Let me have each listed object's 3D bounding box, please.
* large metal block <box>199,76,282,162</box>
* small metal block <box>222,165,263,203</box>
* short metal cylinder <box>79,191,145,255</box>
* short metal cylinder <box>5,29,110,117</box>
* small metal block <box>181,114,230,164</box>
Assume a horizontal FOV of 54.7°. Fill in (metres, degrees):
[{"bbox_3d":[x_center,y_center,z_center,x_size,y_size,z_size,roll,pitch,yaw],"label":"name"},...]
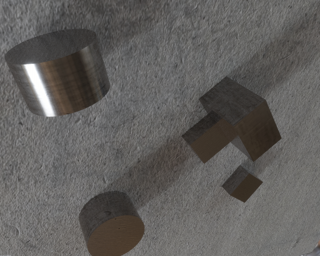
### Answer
[{"bbox_3d":[0.109,-0.013,0.423,0.050,0.080,0.080,-40,130,-1],"label":"large metal block"},{"bbox_3d":[0.146,0.100,0.549,0.050,0.025,0.050,32,101,-38],"label":"small metal block"},{"bbox_3d":[-0.069,0.137,0.438,0.081,0.050,0.079,-14,124,-21],"label":"short metal cylinder"},{"bbox_3d":[-0.092,-0.054,0.288,0.081,0.080,0.050,-22,127,-16],"label":"short metal cylinder"},{"bbox_3d":[0.068,0.017,0.454,0.050,0.025,0.050,-40,130,-1],"label":"small metal block"}]
